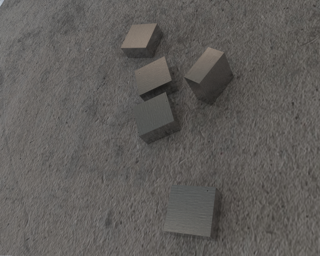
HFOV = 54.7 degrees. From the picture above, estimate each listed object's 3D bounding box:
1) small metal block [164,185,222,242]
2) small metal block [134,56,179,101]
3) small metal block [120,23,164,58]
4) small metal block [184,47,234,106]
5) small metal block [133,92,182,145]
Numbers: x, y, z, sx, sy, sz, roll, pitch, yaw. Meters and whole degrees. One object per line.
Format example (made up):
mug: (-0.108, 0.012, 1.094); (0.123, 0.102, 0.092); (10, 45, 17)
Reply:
small metal block: (0.036, 0.090, 0.330); (0.050, 0.025, 0.050); (-2, 61, 27)
small metal block: (-0.006, -0.069, 0.449); (0.050, 0.025, 0.050); (-23, 53, 14)
small metal block: (-0.029, -0.142, 0.506); (0.050, 0.025, 0.050); (8, 66, 31)
small metal block: (0.064, -0.065, 0.394); (0.025, 0.050, 0.050); (32, 80, 38)
small metal block: (-0.004, -0.013, 0.414); (0.050, 0.025, 0.050); (-24, 53, 13)
